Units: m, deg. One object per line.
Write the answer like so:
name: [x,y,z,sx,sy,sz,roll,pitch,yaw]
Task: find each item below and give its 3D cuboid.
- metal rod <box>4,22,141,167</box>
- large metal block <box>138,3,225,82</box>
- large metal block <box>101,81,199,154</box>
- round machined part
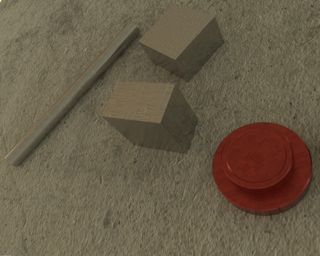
metal rod: [-0.140,-0.059,0.510,0.025,0.025,0.300,35,81,38]
large metal block: [0.031,-0.124,0.447,0.080,0.050,0.080,-49,52,-6]
large metal block: [-0.009,-0.012,0.380,0.080,0.080,0.050,7,65,31]
round machined part: [0.101,0.036,0.317,0.098,0.042,0.098,-13,56,20]
